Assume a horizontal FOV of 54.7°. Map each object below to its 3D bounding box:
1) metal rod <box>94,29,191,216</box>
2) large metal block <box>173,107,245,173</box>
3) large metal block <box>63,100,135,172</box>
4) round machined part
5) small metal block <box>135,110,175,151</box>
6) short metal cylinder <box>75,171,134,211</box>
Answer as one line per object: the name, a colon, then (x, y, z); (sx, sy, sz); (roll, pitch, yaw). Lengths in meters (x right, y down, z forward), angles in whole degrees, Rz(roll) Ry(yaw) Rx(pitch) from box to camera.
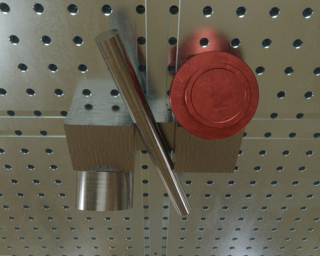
metal rod: (-0.008, 0.018, 0.393); (0.025, 0.025, 0.299); (-14, 129, 11)
large metal block: (0.059, 0.013, 0.408); (0.081, 0.050, 0.079); (1, 130, -1)
large metal block: (-0.073, 0.011, 0.405); (0.081, 0.050, 0.079); (1, 130, -2)
round machined part: (0.060, -0.035, 0.339); (0.099, 0.042, 0.097); (0, 95, -1)
small metal block: (-0.006, 0.004, 0.415); (0.050, 0.025, 0.050); (0, 130, -1)
short metal cylinder: (-0.078, 0.087, 0.440); (0.081, 0.050, 0.080); (1, 173, 0)
